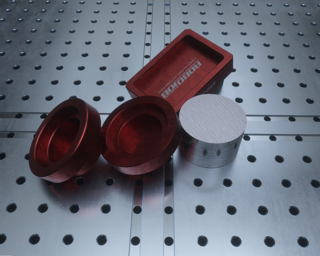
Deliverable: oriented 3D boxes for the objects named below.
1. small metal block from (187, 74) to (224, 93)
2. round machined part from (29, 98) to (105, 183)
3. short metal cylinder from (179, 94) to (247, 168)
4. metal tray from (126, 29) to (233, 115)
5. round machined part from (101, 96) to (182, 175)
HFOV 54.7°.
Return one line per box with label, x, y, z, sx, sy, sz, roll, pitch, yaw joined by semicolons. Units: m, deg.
small metal block;0.063;-0.075;0.472;0.050;0.025;0.050;34;57;24
round machined part;-0.103;0.017;0.361;0.098;0.042;0.098;-21;51;30
short metal cylinder;0.063;0.003;0.389;0.081;0.050;0.080;0;50;0
metal tray;0.028;-0.072;0.438;0.130;0.030;0.090;-44;63;-11
round machined part;-0.020;0.012;0.373;0.098;0.042;0.098;-12;53;17
